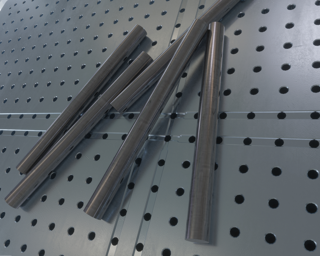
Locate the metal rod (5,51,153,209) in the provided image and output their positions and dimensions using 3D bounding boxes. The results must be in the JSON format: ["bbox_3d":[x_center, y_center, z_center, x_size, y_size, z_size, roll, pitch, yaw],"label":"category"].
[{"bbox_3d":[-0.118,-0.001,0.472,0.300,0.025,0.025,-48,51,-6],"label":"metal rod"}]

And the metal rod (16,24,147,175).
[{"bbox_3d":[-0.122,-0.050,0.504,0.025,0.025,0.300,30,78,38],"label":"metal rod"}]

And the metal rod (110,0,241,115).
[{"bbox_3d":[0.041,-0.133,0.468,0.300,0.025,0.025,-44,51,-3],"label":"metal rod"}]

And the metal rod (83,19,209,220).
[{"bbox_3d":[-0.013,-0.020,0.416,0.025,0.025,0.300,21,76,36],"label":"metal rod"}]

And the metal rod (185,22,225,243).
[{"bbox_3d":[0.060,-0.015,0.386,0.025,0.025,0.300,-5,59,26],"label":"metal rod"}]
